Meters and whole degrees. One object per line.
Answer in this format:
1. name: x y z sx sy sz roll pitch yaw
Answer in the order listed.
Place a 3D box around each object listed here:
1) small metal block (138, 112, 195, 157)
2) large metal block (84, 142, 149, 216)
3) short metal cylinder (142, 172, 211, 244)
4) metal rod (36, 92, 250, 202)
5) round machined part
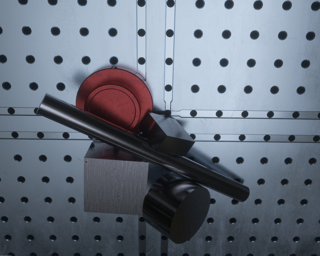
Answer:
1. small metal block: 0.008 0.008 0.393 0.050 0.050 0.025 14 117 -42
2. large metal block: -0.058 0.068 0.422 0.081 0.050 0.079 4 110 -2
3. short metal cylinder: 0.023 0.106 0.417 0.081 0.050 0.079 -23 124 -40
4. metal rod: -0.003 0.034 0.391 0.302 0.025 0.025 26 108 -23
5. round machined part: -0.058 -0.027 0.394 0.099 0.042 0.097 0 110 -1
